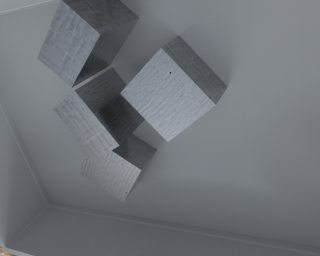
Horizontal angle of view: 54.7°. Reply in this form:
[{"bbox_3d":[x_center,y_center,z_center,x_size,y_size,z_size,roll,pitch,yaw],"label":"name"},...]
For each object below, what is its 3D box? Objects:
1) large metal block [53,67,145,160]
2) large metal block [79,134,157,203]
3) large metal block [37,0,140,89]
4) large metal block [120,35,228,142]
[{"bbox_3d":[-0.071,-0.020,0.397,0.050,0.080,0.080,-30,102,37],"label":"large metal block"},{"bbox_3d":[-0.062,0.050,0.454,0.080,0.050,0.079,33,129,6],"label":"large metal block"},{"bbox_3d":[-0.080,-0.102,0.350,0.050,0.080,0.080,42,129,-1],"label":"large metal block"},{"bbox_3d":[0.016,-0.044,0.356,0.080,0.050,0.080,46,129,-4],"label":"large metal block"}]
